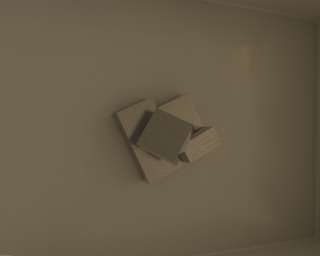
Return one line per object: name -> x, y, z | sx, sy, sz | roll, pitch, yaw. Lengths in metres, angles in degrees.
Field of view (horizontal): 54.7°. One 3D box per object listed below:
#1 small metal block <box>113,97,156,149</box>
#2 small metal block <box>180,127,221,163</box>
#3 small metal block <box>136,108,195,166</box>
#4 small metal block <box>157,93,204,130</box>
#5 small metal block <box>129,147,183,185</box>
small metal block -> -0.026, -0.006, 0.400 | 0.050, 0.025, 0.050 | -26, 99, -18
small metal block -> 0.044, 0.021, 0.413 | 0.050, 0.050, 0.025 | -30, 100, -19
small metal block -> 0.008, 0.011, 0.373 | 0.050, 0.025, 0.050 | 25, 79, 16
small metal block -> 0.024, -0.014, 0.419 | 0.050, 0.025, 0.050 | -26, 99, -18
small metal block -> -0.006, 0.039, 0.408 | 0.050, 0.025, 0.050 | -26, 99, -18
